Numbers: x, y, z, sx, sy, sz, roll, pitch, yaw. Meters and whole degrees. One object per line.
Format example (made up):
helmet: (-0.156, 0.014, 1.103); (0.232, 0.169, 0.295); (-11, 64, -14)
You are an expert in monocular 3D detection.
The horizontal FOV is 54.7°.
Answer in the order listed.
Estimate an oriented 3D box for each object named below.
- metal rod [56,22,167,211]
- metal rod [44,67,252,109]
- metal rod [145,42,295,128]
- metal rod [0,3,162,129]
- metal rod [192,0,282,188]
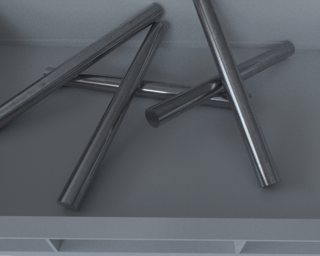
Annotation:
metal rod: (-0.051, -0.036, 0.409); (0.025, 0.025, 0.300); (15, 59, 12)
metal rod: (-0.022, -0.058, 0.453); (0.302, 0.025, 0.025); (8, 51, 6)
metal rod: (0.103, -0.072, 0.438); (0.302, 0.025, 0.025); (-28, 55, -33)
metal rod: (-0.118, -0.089, 0.440); (0.301, 0.025, 0.025); (-39, 60, -15)
metal rod: (0.089, -0.072, 0.400); (0.025, 0.025, 0.299); (-12, 72, -10)
